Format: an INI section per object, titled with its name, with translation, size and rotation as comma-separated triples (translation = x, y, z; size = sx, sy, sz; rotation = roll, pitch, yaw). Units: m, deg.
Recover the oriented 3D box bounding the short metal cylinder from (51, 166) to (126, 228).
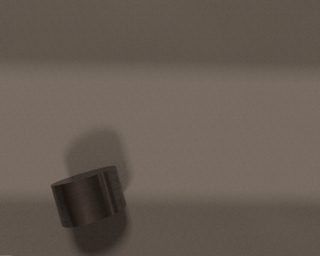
[short metal cylinder]
translation = -0.087, 0.082, 0.383
size = 0.080, 0.080, 0.050
rotation = -15, 90, 0
